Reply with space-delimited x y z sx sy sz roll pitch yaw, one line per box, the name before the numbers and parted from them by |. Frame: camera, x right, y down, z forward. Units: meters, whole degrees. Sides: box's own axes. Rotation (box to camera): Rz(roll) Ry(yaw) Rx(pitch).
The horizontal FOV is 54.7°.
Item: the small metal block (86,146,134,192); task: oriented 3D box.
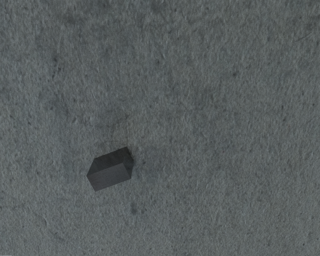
small metal block | -0.065 0.054 0.416 0.050 0.050 0.025 -21 109 7
